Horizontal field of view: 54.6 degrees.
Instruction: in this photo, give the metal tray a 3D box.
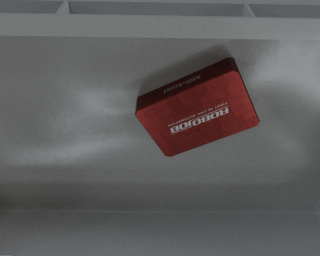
[{"bbox_3d":[0.046,-0.021,0.388,0.130,0.030,0.090,-22,127,17],"label":"metal tray"}]
